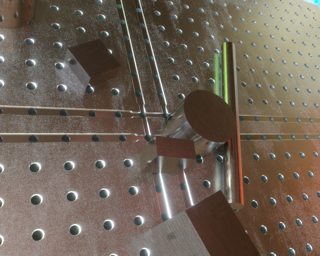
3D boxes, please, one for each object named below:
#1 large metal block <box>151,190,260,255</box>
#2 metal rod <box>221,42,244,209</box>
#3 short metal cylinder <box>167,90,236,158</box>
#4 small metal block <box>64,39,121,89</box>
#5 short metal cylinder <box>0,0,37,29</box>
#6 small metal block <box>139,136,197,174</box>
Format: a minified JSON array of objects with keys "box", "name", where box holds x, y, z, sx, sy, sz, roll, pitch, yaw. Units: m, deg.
[{"box":[0.045,0.122,0.323,0.050,0.080,0.080,-20,72,-35],"name":"large metal block"},{"box":[0.109,-0.024,0.480,0.025,0.025,0.300,19,54,-17],"name":"metal rod"},{"box":[0.056,-0.005,0.425,0.081,0.050,0.080,14,56,-21],"name":"short metal cylinder"},{"box":[-0.090,-0.086,0.412,0.050,0.025,0.050,-32,80,-38],"name":"small metal block"},{"box":[-0.198,-0.173,0.391,0.081,0.050,0.080,14,56,-21],"name":"short metal cylinder"},{"box":[0.008,0.034,0.375,0.050,0.050,0.025,8,58,-24],"name":"small metal block"}]
